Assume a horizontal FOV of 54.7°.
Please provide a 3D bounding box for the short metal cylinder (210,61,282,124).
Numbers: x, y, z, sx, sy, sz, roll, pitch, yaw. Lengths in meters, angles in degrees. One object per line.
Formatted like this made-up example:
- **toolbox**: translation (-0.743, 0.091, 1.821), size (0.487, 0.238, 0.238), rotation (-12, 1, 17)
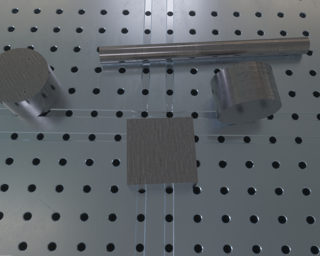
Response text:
- **short metal cylinder**: translation (0.109, -0.043, 0.399), size (0.081, 0.080, 0.050), rotation (-6, 70, -3)

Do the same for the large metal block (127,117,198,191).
- **large metal block**: translation (0.001, 0.034, 0.386), size (0.081, 0.050, 0.080), rotation (-2, 70, -1)

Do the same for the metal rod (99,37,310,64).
- **metal rod**: translation (0.065, -0.114, 0.453), size (0.302, 0.025, 0.025), rotation (-3, 70, -2)

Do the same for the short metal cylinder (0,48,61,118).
- **short metal cylinder**: translation (-0.183, -0.060, 0.419), size (0.081, 0.050, 0.080), rotation (0, 70, 0)
